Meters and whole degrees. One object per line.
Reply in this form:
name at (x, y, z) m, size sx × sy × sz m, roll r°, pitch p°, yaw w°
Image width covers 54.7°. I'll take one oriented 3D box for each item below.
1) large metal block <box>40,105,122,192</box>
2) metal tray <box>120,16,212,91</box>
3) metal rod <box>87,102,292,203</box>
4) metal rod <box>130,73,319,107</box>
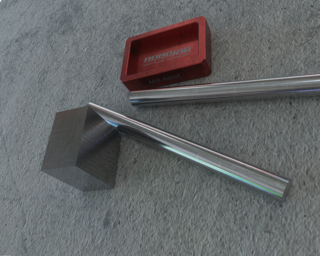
large metal block at (-0.096, 0.030, 0.399) m, size 0.050 × 0.080 × 0.080 m, roll -10°, pitch 58°, yaw 23°
metal tray at (0.009, -0.108, 0.460) m, size 0.130 × 0.030 × 0.090 m, roll -9°, pitch 58°, yaw 22°
metal rod at (0.009, 0.017, 0.387) m, size 0.300 × 0.025 × 0.025 m, roll 21°, pitch 73°, yaw 35°
metal rod at (0.097, -0.046, 0.380) m, size 0.301 × 0.025 × 0.025 m, roll -1°, pitch 61°, yaw 27°
